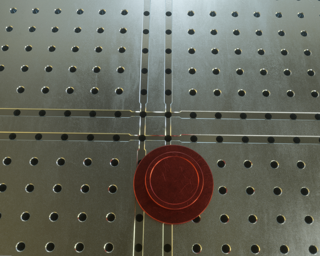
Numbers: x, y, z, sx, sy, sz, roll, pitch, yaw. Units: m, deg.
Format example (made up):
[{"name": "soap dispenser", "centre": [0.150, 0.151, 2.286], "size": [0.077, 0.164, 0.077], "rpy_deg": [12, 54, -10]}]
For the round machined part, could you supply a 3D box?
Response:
[{"name": "round machined part", "centre": [0.017, 0.067, 0.378], "size": [0.099, 0.042, 0.098], "rpy_deg": [0, 70, -1]}]
